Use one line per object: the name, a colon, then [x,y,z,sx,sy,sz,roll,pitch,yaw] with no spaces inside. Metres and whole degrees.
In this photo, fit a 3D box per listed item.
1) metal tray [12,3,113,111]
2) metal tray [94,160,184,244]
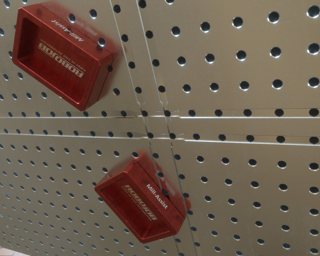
metal tray: [-0.136,-0.094,0.422,0.130,0.030,0.089,35,129,5]
metal tray: [-0.034,0.123,0.502,0.090,0.030,0.130,-32,101,38]
